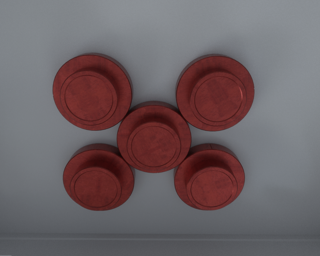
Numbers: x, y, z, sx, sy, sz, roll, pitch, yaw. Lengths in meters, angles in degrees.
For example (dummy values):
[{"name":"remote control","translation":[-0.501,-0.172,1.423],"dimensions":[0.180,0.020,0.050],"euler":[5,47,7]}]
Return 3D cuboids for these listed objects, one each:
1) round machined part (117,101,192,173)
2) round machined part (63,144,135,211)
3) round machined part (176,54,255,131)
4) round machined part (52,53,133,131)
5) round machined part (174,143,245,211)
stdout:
[{"name":"round machined part","translation":[-0.008,0.017,0.406],"dimensions":[0.099,0.042,0.097],"euler":[0,110,-1]},{"name":"round machined part","translation":[-0.085,0.074,0.427],"dimensions":[0.099,0.042,0.097],"euler":[0,110,-1]},{"name":"round machined part","translation":[0.069,-0.041,0.387],"dimensions":[0.099,0.042,0.097],"euler":[0,110,-1]},{"name":"round machined part","translation":[-0.084,-0.042,0.384],"dimensions":[0.099,0.042,0.097],"euler":[0,110,-1]},{"name":"round machined part","translation":[0.069,0.074,0.429],"dimensions":[0.099,0.042,0.097],"euler":[0,110,-1]}]
